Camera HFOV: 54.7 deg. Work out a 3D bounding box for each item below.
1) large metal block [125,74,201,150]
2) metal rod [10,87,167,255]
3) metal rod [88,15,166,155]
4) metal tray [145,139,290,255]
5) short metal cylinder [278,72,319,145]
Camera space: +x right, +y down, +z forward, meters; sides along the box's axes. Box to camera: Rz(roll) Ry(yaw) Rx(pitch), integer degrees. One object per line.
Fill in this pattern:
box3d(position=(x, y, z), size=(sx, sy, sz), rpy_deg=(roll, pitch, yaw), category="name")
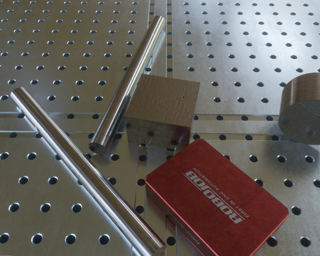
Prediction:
box3d(position=(0.006, -0.021, 0.409), size=(0.080, 0.050, 0.080), rpy_deg=(10, 51, 8), category="large metal block")
box3d(position=(-0.103, 0.038, 0.374), size=(0.025, 0.025, 0.300), rpy_deg=(-34, 58, -25), category="metal rod")
box3d(position=(-0.039, -0.085, 0.478), size=(0.025, 0.025, 0.300), rpy_deg=(11, 51, 9), category="metal rod")
box3d(position=(0.058, 0.079, 0.338), size=(0.091, 0.030, 0.130), rpy_deg=(-34, 58, -25), category="metal tray")
box3d(position=(0.195, -0.023, 0.393), size=(0.080, 0.080, 0.050), rpy_deg=(14, 52, 12), category="short metal cylinder")
